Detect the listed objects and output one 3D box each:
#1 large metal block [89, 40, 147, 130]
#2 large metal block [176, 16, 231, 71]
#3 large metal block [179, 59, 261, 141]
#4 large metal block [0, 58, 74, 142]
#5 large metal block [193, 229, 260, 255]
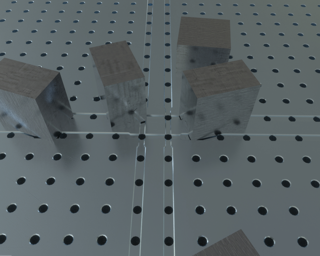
[{"bbox_3d":[-0.056,-0.058,0.420,0.050,0.080,0.080,-16,52,-13],"label":"large metal block"},{"bbox_3d":[0.070,-0.136,0.507,0.080,0.050,0.080,6,50,4],"label":"large metal block"},{"bbox_3d":[0.073,-0.035,0.402,0.081,0.080,0.050,-13,52,-11],"label":"large metal block"},{"bbox_3d":[-0.168,-0.035,0.399,0.080,0.080,0.050,16,52,12],"label":"large metal block"},{"bbox_3d":[0.057,0.149,0.267,0.081,0.050,0.080,-21,54,-17],"label":"large metal block"}]
